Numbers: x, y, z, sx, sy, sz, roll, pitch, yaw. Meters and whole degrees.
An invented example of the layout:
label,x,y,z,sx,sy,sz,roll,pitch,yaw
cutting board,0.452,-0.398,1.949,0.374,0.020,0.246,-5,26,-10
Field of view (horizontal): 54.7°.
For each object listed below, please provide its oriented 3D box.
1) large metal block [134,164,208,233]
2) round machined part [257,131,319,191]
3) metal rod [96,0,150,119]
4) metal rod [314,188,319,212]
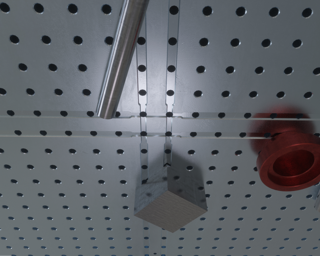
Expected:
label,x,y,z,sx,sy,sz,roll,pitch,yaw
large metal block,0.016,0.115,0.493,0.080,0.050,0.080,32,123,-25
round machined part,0.187,0.043,0.439,0.099,0.042,0.097,0,130,0
metal rod,-0.023,-0.127,0.302,0.025,0.025,0.298,14,129,-12
metal rod,0.262,0.022,0.433,0.025,0.025,0.298,-4,130,3
